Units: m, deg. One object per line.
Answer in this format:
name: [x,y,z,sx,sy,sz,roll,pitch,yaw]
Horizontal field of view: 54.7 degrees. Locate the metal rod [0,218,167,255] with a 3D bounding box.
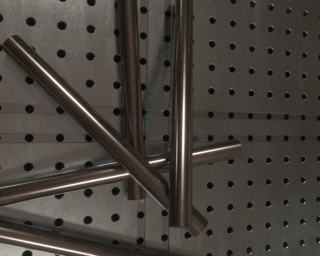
metal rod: [-0.070,0.156,0.387,0.302,0.025,0.025,21,83,-19]

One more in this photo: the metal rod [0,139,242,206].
metal rod: [-0.045,0.052,0.372,0.302,0.025,0.025,-10,94,-11]

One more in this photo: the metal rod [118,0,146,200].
metal rod: [-0.037,-0.058,0.399,0.025,0.025,0.298,-3,91,-20]

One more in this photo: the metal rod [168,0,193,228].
metal rod: [0.027,-0.037,0.372,0.025,0.025,0.299,11,67,-20]

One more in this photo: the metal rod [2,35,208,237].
metal rod: [-0.062,0.009,0.351,0.300,0.025,0.025,44,75,0]
